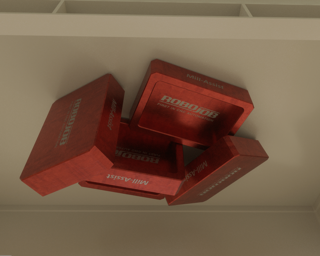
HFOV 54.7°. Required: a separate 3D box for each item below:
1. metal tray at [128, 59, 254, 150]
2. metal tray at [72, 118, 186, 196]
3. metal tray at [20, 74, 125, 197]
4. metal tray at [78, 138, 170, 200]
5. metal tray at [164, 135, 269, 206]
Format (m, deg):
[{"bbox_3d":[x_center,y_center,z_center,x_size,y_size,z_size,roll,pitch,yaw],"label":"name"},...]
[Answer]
[{"bbox_3d":[0.036,-0.022,0.385,0.131,0.030,0.089,16,128,-14],"label":"metal tray"},{"bbox_3d":[-0.037,0.030,0.388,0.131,0.090,0.030,12,129,-11],"label":"metal tray"},{"bbox_3d":[-0.089,0.002,0.337,0.090,0.130,0.030,-23,127,19],"label":"metal tray"},{"bbox_3d":[-0.045,0.057,0.449,0.131,0.030,0.089,12,129,-11],"label":"metal tray"},{"bbox_3d":[0.075,0.062,0.432,0.091,0.030,0.129,9,137,-46],"label":"metal tray"}]
